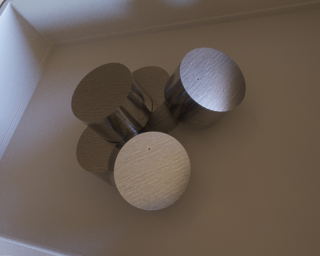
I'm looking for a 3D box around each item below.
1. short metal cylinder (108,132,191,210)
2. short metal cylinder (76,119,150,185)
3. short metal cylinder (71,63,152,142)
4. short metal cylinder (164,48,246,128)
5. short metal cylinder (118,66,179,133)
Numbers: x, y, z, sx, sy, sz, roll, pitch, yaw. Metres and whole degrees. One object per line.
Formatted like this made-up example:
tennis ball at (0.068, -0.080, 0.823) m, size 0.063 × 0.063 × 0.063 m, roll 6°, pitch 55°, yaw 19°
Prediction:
short metal cylinder at (-0.013, 0.044, 0.338) m, size 0.080 × 0.080 × 0.050 m, roll -55°, pitch 12°, yaw -11°
short metal cylinder at (-0.059, 0.029, 0.400) m, size 0.080 × 0.050 × 0.080 m, roll -13°, pitch 56°, yaw 20°
short metal cylinder at (-0.056, -0.030, 0.368) m, size 0.080 × 0.050 × 0.080 m, roll -13°, pitch 56°, yaw 20°
short metal cylinder at (0.051, -0.046, 0.361) m, size 0.081 × 0.050 × 0.080 m, roll 8°, pitch 66°, yaw -17°
short metal cylinder at (-0.013, -0.036, 0.414) m, size 0.080 × 0.050 × 0.080 m, roll -13°, pitch 56°, yaw 20°
